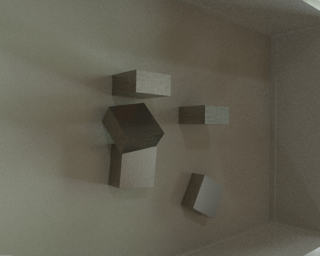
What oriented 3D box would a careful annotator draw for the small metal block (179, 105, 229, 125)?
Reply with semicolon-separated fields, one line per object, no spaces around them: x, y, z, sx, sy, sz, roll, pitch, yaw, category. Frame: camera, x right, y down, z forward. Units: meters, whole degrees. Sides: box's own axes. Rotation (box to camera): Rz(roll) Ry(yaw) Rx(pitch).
0.062;-0.018;0.442;0.050;0.050;0.025;1;90;-40;small metal block

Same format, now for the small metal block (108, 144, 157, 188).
-0.033;0.046;0.379;0.050;0.025;0.050;7;85;-40;small metal block

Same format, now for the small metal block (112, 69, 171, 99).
-0.023;-0.051;0.371;0.050;0.050;0.025;1;89;-40;small metal block

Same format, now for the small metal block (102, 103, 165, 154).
-0.032;-0.001;0.363;0.050;0.025;0.050;-11;56;-39;small metal block

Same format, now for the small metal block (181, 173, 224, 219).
0.064;0.101;0.460;0.050;0.025;0.050;35;68;-34;small metal block
